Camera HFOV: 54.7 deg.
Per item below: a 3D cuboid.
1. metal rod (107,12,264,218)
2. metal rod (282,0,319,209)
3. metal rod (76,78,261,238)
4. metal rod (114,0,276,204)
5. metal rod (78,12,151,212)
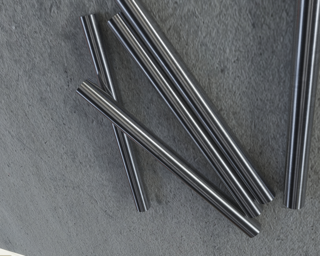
[{"bbox_3d":[0.037,-0.008,0.381,0.025,0.025,0.299,-29,103,37],"label":"metal rod"},{"bbox_3d":[0.142,-0.040,0.307,0.025,0.025,0.298,5,121,25],"label":"metal rod"},{"bbox_3d":[0.016,0.043,0.406,0.300,0.025,0.025,41,129,-7],"label":"metal rod"},{"bbox_3d":[0.046,-0.031,0.363,0.025,0.025,0.299,-29,103,37],"label":"metal rod"},{"bbox_3d":[-0.056,-0.004,0.433,0.025,0.025,0.298,2,120,27],"label":"metal rod"}]
